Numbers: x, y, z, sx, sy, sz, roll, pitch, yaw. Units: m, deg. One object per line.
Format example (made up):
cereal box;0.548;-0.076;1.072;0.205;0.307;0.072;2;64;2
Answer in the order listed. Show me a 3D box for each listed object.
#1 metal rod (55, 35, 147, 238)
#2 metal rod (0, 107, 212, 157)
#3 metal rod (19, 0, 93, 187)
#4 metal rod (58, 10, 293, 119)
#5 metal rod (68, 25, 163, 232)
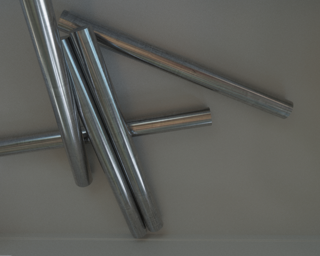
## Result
metal rod;-0.069;0.032;0.397;0.025;0.025;0.298;-14;119;5
metal rod;-0.083;0.007;0.412;0.302;0.025;0.025;-9;110;3
metal rod;-0.105;-0.031;0.333;0.025;0.025;0.298;1;135;-1
metal rod;0.026;-0.075;0.383;0.302;0.025;0.025;20;109;-8
metal rod;-0.045;0.022;0.393;0.025;0.025;0.298;-14;119;5
